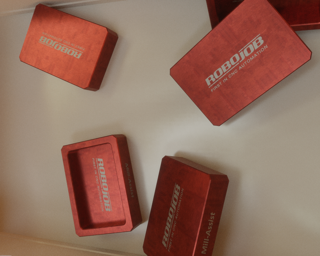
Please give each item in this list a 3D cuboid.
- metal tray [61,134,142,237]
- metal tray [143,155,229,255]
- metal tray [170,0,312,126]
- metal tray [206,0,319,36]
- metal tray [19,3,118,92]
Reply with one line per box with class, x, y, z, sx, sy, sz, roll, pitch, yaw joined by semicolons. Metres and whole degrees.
metal tray;-0.083;0.080;0.435;0.090;0.030;0.129;-13;86;19
metal tray;0.027;0.107;0.372;0.090;0.030;0.129;17;96;54
metal tray;0.087;-0.074;0.351;0.130;0.030;0.090;-40;92;28
metal tray;0.118;-0.145;0.332;0.130;0.090;0.030;1;62;19
metal tray;-0.136;-0.118;0.454;0.130;0.030;0.089;24;98;18
